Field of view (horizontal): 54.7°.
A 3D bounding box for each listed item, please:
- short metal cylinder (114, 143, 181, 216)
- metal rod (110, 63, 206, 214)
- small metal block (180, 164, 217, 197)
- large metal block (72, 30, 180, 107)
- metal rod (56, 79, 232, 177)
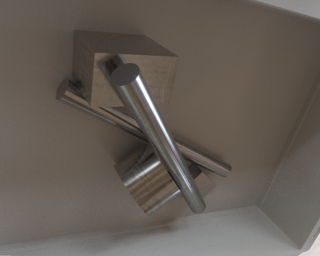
[{"bbox_3d":[-0.016,0.067,0.404,0.050,0.080,0.080,-35,129,-6],"label":"short metal cylinder"},{"bbox_3d":[0.016,0.039,0.366,0.025,0.025,0.299,-35,142,-6],"label":"metal rod"},{"bbox_3d":[0.055,0.091,0.496,0.050,0.025,0.050,-44,130,2],"label":"small metal block"},{"bbox_3d":[-0.039,-0.062,0.314,0.081,0.080,0.050,-4,120,-27],"label":"large metal block"},{"bbox_3d":[0.002,0.014,0.419,0.301,0.025,0.025,28,103,-38],"label":"metal rod"}]
